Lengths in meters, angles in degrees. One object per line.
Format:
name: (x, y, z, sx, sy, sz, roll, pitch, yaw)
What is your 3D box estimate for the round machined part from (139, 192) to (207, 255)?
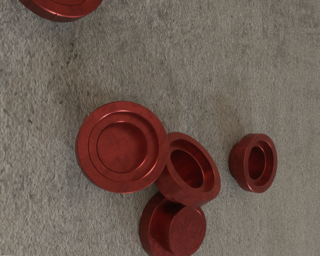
round machined part: (0.024, 0.132, 0.414, 0.099, 0.042, 0.097, 0, 90, -40)

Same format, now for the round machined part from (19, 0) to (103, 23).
round machined part: (-0.105, -0.153, 0.305, 0.099, 0.042, 0.097, 0, 90, -40)

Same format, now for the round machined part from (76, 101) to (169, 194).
round machined part: (-0.044, 0.022, 0.344, 0.099, 0.042, 0.098, 3, 80, -20)

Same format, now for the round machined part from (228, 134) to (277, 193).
round machined part: (0.153, 0.058, 0.522, 0.099, 0.042, 0.097, 0, 90, -40)

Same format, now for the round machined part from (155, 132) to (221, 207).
round machined part: (0.028, 0.057, 0.397, 0.098, 0.042, 0.098, 30, 37, -25)
